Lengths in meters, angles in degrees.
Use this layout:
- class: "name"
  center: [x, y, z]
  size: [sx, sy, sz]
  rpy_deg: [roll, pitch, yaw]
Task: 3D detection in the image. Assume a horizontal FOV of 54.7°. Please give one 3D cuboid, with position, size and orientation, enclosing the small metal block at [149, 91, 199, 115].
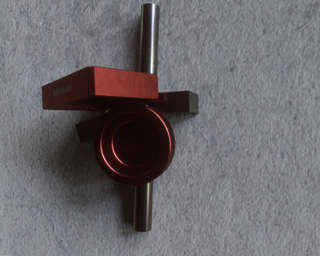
- class: "small metal block"
  center: [0.019, -0.030, 0.390]
  size: [0.050, 0.050, 0.025]
  rpy_deg: [-2, 90, 19]

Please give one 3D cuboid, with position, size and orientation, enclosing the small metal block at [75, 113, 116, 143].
- class: "small metal block"
  center: [-0.077, -0.001, 0.423]
  size: [0.050, 0.050, 0.025]
  rpy_deg: [-20, 84, 18]

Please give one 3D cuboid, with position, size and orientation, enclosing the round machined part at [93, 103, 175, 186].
- class: "round machined part"
  center: [-0.028, 0.018, 0.381]
  size: [0.098, 0.042, 0.097]
  rpy_deg: [1, 94, 17]

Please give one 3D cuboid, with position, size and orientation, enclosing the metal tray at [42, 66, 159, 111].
- class: "metal tray"
  center: [-0.076, -0.043, 0.377]
  size: [0.130, 0.091, 0.030]
  rpy_deg: [-5, 87, 49]

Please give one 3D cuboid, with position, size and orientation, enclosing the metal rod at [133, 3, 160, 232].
- class: "metal rod"
  center: [-0.018, -0.013, 0.416]
  size: [0.025, 0.025, 0.298]
  rpy_deg: [2, 91, 19]
